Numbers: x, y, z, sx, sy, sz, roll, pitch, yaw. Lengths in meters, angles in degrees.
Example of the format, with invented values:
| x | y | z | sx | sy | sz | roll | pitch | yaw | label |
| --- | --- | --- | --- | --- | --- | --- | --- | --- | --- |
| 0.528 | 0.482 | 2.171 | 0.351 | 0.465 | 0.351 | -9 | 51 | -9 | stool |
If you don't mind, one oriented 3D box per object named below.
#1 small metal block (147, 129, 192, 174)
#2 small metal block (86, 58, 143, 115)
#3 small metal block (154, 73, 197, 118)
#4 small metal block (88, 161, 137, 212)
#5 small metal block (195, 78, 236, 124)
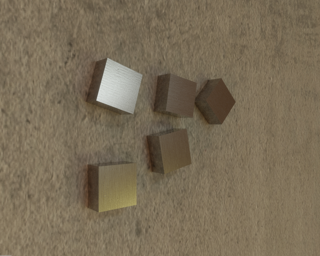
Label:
| x | y | z | sx | sy | sz | roll | pitch | yaw | label |
| --- | --- | --- | --- | --- | --- | --- | --- | --- | --- |
| 0.013 | 0.030 | 0.418 | 0.050 | 0.025 | 0.050 | -14 | 99 | -39 | small metal block |
| -0.053 | -0.047 | 0.362 | 0.050 | 0.025 | 0.050 | 20 | 77 | -39 | small metal block |
| 0.022 | -0.043 | 0.425 | 0.050 | 0.025 | 0.050 | 12 | 83 | -40 | small metal block |
| -0.055 | 0.066 | 0.360 | 0.050 | 0.025 | 0.050 | 0 | 90 | -40 | small metal block |
| 0.085 | -0.041 | 0.479 | 0.050 | 0.025 | 0.050 | 52 | 60 | -28 | small metal block |
